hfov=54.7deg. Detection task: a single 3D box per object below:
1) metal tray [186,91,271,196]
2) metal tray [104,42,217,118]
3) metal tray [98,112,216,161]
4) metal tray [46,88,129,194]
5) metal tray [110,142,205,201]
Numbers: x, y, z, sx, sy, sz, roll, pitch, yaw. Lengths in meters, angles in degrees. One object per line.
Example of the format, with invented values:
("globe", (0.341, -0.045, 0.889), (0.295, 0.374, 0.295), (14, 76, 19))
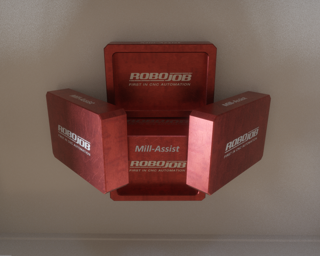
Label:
("metal tray", (0.084, 0.012, 0.365), (0.030, 0.131, 0.089), (18, 116, 39))
("metal tray", (0.001, -0.060, 0.384), (0.131, 0.030, 0.089), (0, 111, -1))
("metal tray", (-0.004, 0.007, 0.377), (0.131, 0.090, 0.030), (0, 110, -1))
("metal tray", (-0.088, 0.010, 0.363), (0.030, 0.130, 0.089), (-17, 116, -39))
("metal tray", (-0.003, 0.054, 0.425), (0.131, 0.030, 0.089), (0, 110, -1))
